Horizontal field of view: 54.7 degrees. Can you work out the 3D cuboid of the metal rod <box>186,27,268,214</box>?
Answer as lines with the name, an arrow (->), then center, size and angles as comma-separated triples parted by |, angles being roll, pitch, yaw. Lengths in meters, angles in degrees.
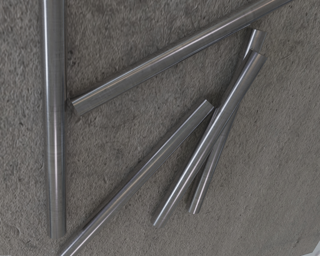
metal rod -> 0.090, 0.005, 0.458 | 0.025, 0.025, 0.298 | 1, 118, -29

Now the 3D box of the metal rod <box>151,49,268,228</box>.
metal rod -> 0.060, 0.029, 0.441 | 0.025, 0.025, 0.298 | 11, 118, -33

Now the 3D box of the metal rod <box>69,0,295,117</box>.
metal rod -> 0.035, -0.097, 0.365 | 0.301, 0.025, 0.025 | -30, 129, -9

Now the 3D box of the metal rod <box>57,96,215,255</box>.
metal rod -> -0.036, 0.075, 0.432 | 0.300, 0.025, 0.025 | -47, 129, 5

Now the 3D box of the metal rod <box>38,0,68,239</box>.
metal rod -> -0.117, 0.009, 0.348 | 0.025, 0.025, 0.298 | -5, 121, -26
